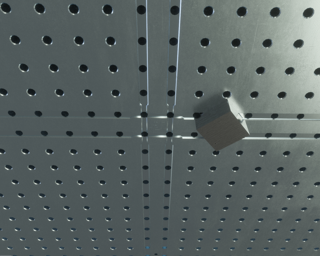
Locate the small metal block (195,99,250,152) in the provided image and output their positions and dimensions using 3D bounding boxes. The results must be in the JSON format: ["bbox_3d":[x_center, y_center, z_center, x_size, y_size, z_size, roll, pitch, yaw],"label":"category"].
[{"bbox_3d":[0.082,-0.002,0.410,0.050,0.025,0.050,-30,124,23],"label":"small metal block"}]
